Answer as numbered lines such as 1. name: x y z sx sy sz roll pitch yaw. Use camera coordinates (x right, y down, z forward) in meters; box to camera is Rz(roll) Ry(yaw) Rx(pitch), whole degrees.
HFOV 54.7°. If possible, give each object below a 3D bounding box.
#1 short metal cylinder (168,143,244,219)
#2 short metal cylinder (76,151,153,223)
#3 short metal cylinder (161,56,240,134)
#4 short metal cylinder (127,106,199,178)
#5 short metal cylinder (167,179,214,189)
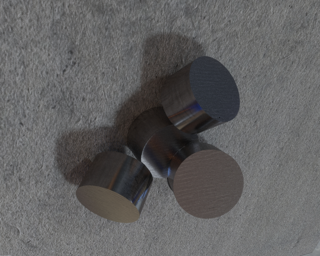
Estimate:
1. short metal cylinder: 0.052 0.061 0.372 0.081 0.050 0.079 -1 96 -6
2. short metal cylinder: -0.055 0.074 0.381 0.080 0.050 0.080 12 139 11
3. short metal cylinder: 0.048 -0.038 0.368 0.081 0.080 0.050 14 154 -34
4. short metal cylinder: 0.003 0.018 0.405 0.081 0.050 0.079 -14 124 -21
5. short metal cylinder: 0.057 0.069 0.446 0.080 0.080 0.050 -46 129 4
